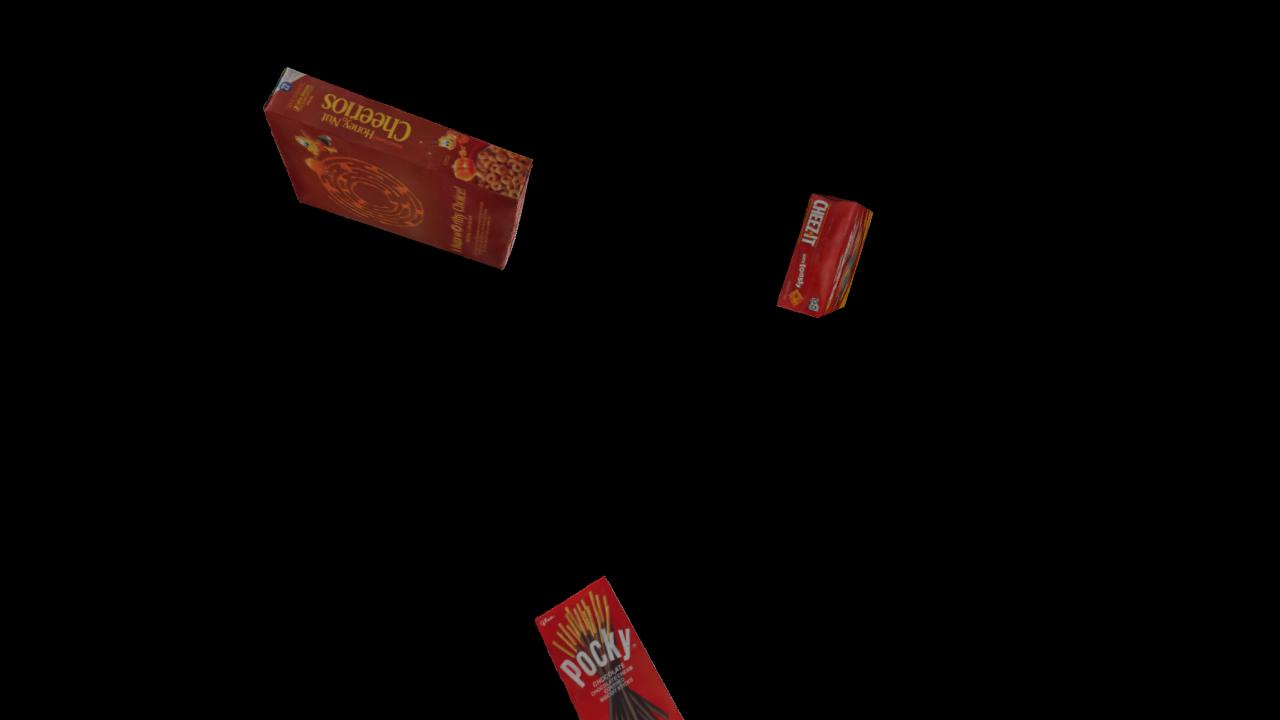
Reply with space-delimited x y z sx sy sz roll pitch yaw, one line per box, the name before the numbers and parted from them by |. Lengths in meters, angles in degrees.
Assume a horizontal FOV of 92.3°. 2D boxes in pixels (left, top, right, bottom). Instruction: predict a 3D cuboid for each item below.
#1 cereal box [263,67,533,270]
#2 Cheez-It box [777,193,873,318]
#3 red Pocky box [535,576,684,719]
cereal box | -0.310 -0.240 0.824 0.306 0.081 0.203 18 -22 -11
Cheez-It box | 0.288 -0.158 0.937 0.071 0.166 0.223 20 18 22
red Pocky box | -0.031 0.295 0.583 0.083 0.155 0.028 -30 -30 -10
